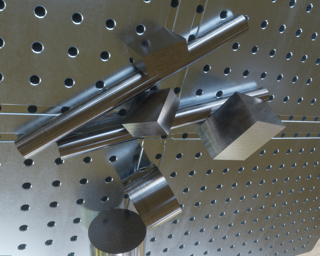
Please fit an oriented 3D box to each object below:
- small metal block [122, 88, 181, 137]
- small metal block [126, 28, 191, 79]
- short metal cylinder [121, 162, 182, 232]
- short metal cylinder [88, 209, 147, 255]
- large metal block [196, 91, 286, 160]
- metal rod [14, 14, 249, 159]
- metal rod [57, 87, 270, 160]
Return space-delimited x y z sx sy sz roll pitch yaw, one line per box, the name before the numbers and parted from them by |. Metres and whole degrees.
small metal block | -0.010 -0.018 0.365 0.025 0.050 0.050 52 47 -39
small metal block | -0.002 -0.084 0.342 0.050 0.050 0.025 -27 128 -12
short metal cylinder | -0.013 0.094 0.426 0.050 0.080 0.080 -29 128 -10
short metal cylinder | -0.060 0.163 0.443 0.081 0.080 0.050 -10 123 -23
large metal block | 0.112 0.001 0.432 0.081 0.050 0.080 7 135 -45
metal rod | -0.025 -0.053 0.364 0.301 0.025 0.025 -31 129 -8
metal rod | 0.019 -0.012 0.413 0.302 0.025 0.025 -15 125 -20
